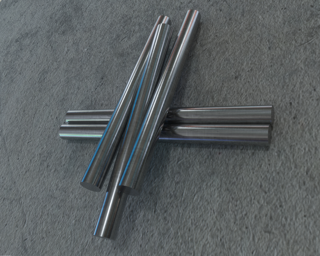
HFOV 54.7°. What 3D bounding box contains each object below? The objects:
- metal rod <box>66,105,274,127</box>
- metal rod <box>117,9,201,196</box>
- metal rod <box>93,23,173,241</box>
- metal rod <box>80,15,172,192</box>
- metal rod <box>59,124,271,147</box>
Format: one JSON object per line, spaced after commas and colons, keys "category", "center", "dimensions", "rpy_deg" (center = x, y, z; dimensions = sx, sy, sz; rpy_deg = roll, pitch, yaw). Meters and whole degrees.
{"category": "metal rod", "center": [-0.006, -0.015, 0.418], "dimensions": [0.300, 0.025, 0.025], "rpy_deg": [0, 62, 28]}
{"category": "metal rod", "center": [0.009, -0.054, 0.405], "dimensions": [0.025, 0.025, 0.300], "rpy_deg": [1, 54, 28]}
{"category": "metal rod", "center": [-0.026, -0.014, 0.393], "dimensions": [0.025, 0.025, 0.300], "rpy_deg": [0, 61, 28]}
{"category": "metal rod", "center": [-0.036, -0.054, 0.429], "dimensions": [0.025, 0.025, 0.300], "rpy_deg": [1, 54, 28]}
{"category": "metal rod", "center": [-0.013, 0.007, 0.408], "dimensions": [0.300, 0.025, 0.025], "rpy_deg": [0, 62, 28]}
